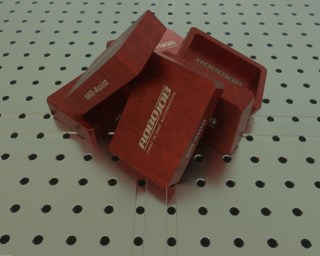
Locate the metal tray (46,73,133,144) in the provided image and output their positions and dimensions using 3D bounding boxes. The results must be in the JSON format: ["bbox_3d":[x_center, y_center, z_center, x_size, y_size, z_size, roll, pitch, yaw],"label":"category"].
[{"bbox_3d":[-0.080,-0.047,0.443,0.090,0.030,0.131,32,57,23],"label":"metal tray"}]

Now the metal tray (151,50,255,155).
[{"bbox_3d":[0.045,-0.032,0.391,0.130,0.090,0.030,31,57,23],"label":"metal tray"}]

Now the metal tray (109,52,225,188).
[{"bbox_3d":[0.004,-0.010,0.354,0.090,0.129,0.030,31,18,24],"label":"metal tray"}]

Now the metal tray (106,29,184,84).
[{"bbox_3d":[-0.005,-0.109,0.472,0.131,0.030,0.090,-27,57,-38],"label":"metal tray"}]

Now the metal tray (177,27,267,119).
[{"bbox_3d":[0.084,-0.079,0.440,0.130,0.030,0.090,28,52,-6],"label":"metal tray"}]

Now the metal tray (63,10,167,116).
[{"bbox_3d":[-0.056,-0.075,0.372,0.030,0.130,0.090,42,49,-21],"label":"metal tray"}]
